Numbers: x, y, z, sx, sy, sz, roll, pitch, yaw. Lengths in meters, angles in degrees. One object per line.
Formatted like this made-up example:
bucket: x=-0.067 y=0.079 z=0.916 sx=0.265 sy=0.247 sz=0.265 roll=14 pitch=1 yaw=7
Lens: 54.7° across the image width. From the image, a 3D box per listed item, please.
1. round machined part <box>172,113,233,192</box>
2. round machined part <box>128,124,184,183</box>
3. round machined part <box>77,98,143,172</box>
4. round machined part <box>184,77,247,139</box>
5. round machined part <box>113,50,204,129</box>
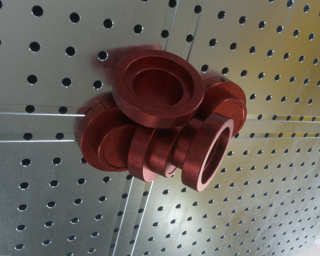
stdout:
round machined part: x=0.050 y=0.026 z=0.383 sx=0.098 sy=0.042 sz=0.097 roll=-47 pitch=151 yaw=-37
round machined part: x=0.004 y=0.023 z=0.388 sx=0.098 sy=0.042 sz=0.097 roll=-52 pitch=153 yaw=-39
round machined part: x=-0.049 y=0.015 z=0.384 sx=0.099 sy=0.042 sz=0.097 roll=-14 pitch=125 yaw=-21
round machined part: x=0.082 y=-0.019 z=0.435 sx=0.099 sy=0.042 sz=0.097 roll=-14 pitch=125 yaw=-21
round machined part: x=-0.004 y=-0.039 z=0.346 sx=0.099 sy=0.098 sz=0.042 roll=-12 pitch=149 yaw=-22
